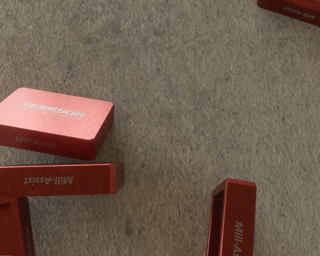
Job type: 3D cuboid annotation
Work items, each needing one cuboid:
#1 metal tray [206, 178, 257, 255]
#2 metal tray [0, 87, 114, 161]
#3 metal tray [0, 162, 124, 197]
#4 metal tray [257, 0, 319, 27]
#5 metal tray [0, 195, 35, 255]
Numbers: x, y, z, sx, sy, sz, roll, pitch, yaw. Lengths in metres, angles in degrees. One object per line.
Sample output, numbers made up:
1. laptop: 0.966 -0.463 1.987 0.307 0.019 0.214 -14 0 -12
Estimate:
1. metal tray: 0.071 0.126 0.328 0.030 0.090 0.130 9 70 3
2. metal tray: -0.131 -0.008 0.381 0.131 0.030 0.090 10 33 3
3. metal tray: -0.110 0.056 0.349 0.131 0.090 0.030 -1 85 -1
4. metal tray: 0.230 -0.214 0.486 0.131 0.030 0.090 22 71 7
5. metal tray: -0.193 0.148 0.349 0.091 0.030 0.130 -14 71 -6
